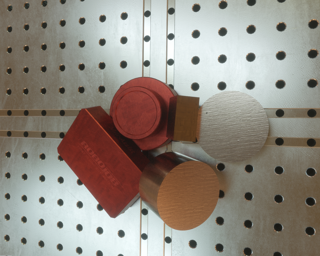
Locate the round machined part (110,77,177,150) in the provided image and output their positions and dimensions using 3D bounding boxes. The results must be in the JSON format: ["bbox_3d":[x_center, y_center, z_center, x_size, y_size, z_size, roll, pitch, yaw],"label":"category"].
[{"bbox_3d":[-0.023,-0.019,0.407,0.098,0.042,0.097,0,90,19],"label":"round machined part"}]

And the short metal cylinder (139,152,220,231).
[{"bbox_3d":[0.022,0.072,0.365,0.050,0.081,0.079,16,97,63],"label":"short metal cylinder"}]

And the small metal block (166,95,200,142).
[{"bbox_3d":[0.026,-0.011,0.367,0.025,0.050,0.050,5,91,-8],"label":"small metal block"}]

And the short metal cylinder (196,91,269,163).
[{"bbox_3d":[0.086,-0.001,0.365,0.080,0.050,0.079,0,90,20],"label":"short metal cylinder"}]

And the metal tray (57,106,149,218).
[{"bbox_3d":[-0.074,0.045,0.420,0.130,0.030,0.090,47,119,13],"label":"metal tray"}]
